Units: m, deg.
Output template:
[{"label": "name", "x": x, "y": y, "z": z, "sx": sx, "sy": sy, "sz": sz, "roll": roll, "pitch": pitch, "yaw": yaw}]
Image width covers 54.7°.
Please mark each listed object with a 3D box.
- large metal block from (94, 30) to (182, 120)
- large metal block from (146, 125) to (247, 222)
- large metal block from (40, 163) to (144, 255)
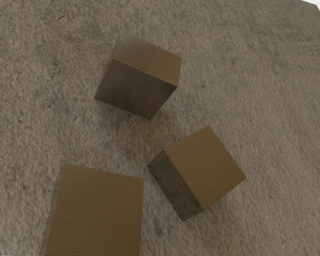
[{"label": "large metal block", "x": -0.029, "y": -0.063, "z": 0.393, "sx": 0.080, "sy": 0.080, "sz": 0.050, "roll": 21, "pitch": 54, "yaw": -16}, {"label": "large metal block", "x": 0.045, "y": 0.054, "z": 0.381, "sx": 0.081, "sy": 0.050, "sz": 0.080, "roll": -25, "pitch": 76, "yaw": -37}, {"label": "large metal block", "x": -0.064, "y": 0.088, "z": 0.301, "sx": 0.081, "sy": 0.050, "sz": 0.080, "roll": 15, "pitch": 56, "yaw": -20}]
